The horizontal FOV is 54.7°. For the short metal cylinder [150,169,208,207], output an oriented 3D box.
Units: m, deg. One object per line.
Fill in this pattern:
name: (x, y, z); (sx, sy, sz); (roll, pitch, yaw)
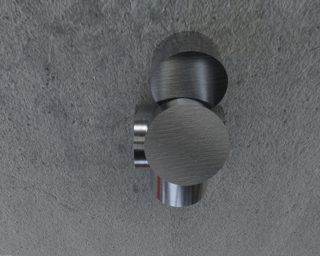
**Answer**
short metal cylinder: (0.027, 0.060, 0.425); (0.081, 0.080, 0.050); (0, 130, -1)

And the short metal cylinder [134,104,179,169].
short metal cylinder: (-0.004, 0.010, 0.382); (0.050, 0.080, 0.079); (0, 130, -1)

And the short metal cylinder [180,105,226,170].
short metal cylinder: (0.048, 0.011, 0.382); (0.050, 0.080, 0.079); (1, 130, 0)

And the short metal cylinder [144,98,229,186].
short metal cylinder: (0.025, 0.012, 0.316); (0.081, 0.050, 0.079); (0, 102, -1)

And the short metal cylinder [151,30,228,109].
short metal cylinder: (0.031, -0.060, 0.343); (0.081, 0.050, 0.079); (0, 130, 0)
